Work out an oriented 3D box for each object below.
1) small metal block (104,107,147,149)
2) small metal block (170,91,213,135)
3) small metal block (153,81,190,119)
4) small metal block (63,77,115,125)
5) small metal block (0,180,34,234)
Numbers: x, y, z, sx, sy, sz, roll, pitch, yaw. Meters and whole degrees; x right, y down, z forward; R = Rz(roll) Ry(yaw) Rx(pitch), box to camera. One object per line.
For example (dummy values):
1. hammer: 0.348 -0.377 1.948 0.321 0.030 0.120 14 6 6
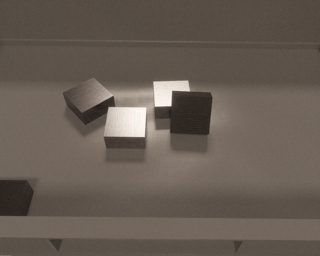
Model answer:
1. small metal block: -0.044 0.000 0.405 0.050 0.025 0.050 1 50 0
2. small metal block: 0.040 -0.020 0.403 0.050 0.050 0.025 3 21 2
3. small metal block: 0.017 -0.041 0.439 0.050 0.025 0.050 -2 50 -2
4. small metal block: -0.099 -0.039 0.436 0.050 0.025 0.050 -33 58 -25
5. small metal block: -0.171 0.084 0.332 0.050 0.025 0.050 1 50 0
